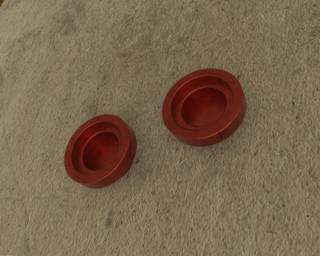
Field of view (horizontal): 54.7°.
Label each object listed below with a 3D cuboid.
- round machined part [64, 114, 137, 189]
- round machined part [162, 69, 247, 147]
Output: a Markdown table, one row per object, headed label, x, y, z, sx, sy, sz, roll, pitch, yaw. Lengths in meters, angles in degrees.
| label | x | y | z | sx | sy | sz | roll | pitch | yaw |
| --- | --- | --- | --- | --- | --- | --- | --- | --- | --- |
| round machined part | -0.074 | 0.034 | 0.411 | 0.098 | 0.042 | 0.098 | -13 | 56 | 21 |
| round machined part | 0.056 | -0.021 | 0.377 | 0.098 | 0.042 | 0.098 | -13 | 56 | 21 |
